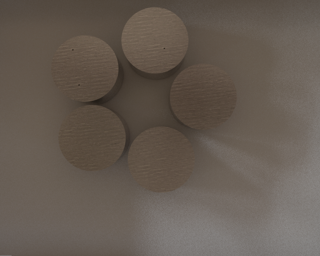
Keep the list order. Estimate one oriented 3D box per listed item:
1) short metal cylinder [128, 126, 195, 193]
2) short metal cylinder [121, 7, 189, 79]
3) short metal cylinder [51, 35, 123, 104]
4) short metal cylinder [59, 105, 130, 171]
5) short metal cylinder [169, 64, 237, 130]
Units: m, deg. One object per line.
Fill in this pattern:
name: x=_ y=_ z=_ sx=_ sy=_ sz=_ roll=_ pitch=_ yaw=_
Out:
short metal cylinder: x=0.002 y=0.038 z=0.397 sx=0.081 sy=0.050 sz=0.080 roll=0 pitch=90 yaw=0
short metal cylinder: x=-0.006 y=-0.105 z=0.397 sx=0.081 sy=0.050 sz=0.080 roll=0 pitch=90 yaw=0
short metal cylinder: x=-0.090 y=-0.071 z=0.396 sx=0.081 sy=0.050 sz=0.080 roll=0 pitch=90 yaw=0
short metal cylinder: x=-0.081 y=0.012 z=0.396 sx=0.081 sy=0.050 sz=0.080 roll=0 pitch=90 yaw=0
short metal cylinder: x=0.052 y=-0.038 z=0.397 sx=0.081 sy=0.050 sz=0.080 roll=0 pitch=90 yaw=0
